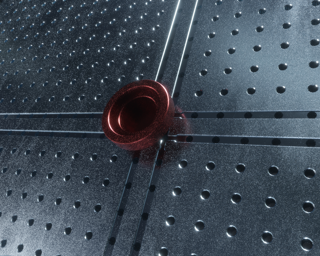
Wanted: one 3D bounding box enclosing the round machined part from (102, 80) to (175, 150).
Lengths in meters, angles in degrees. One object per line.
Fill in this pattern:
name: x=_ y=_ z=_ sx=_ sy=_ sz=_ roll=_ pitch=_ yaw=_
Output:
round machined part: x=-0.025 y=-0.014 z=0.418 sx=0.098 sy=0.042 sz=0.098 roll=-13 pitch=56 yaw=20
